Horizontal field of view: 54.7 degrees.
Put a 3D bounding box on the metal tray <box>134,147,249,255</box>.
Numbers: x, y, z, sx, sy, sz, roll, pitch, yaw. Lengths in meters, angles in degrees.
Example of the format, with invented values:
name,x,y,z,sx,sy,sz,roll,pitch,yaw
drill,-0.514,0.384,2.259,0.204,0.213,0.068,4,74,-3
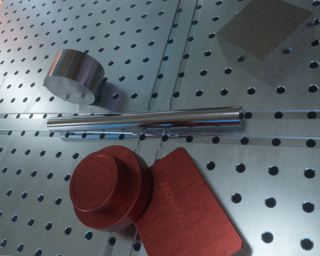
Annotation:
name,x,y,z,sx,sy,sz,roll,pitch,yaw
metal tray,0.021,0.095,0.335,0.090,0.030,0.130,-35,52,4

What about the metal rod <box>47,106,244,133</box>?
name,x,y,z,sx,sy,sz,roll,pitch,yaw
metal rod,-0.038,-0.009,0.432,0.301,0.025,0.025,-2,61,26

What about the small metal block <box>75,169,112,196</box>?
name,x,y,z,sx,sy,sz,roll,pitch,yaw
small metal block,-0.085,0.074,0.406,0.050,0.025,0.050,-19,54,16

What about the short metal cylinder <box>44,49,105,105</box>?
name,x,y,z,sx,sy,sz,roll,pitch,yaw
short metal cylinder,-0.134,-0.079,0.489,0.080,0.080,0.050,1,62,28

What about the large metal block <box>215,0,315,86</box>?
name,x,y,z,sx,sy,sz,roll,pitch,yaw
large metal block,0.133,-0.113,0.392,0.080,0.050,0.080,-43,51,-2

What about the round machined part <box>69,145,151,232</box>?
name,x,y,z,sx,sy,sz,roll,pitch,yaw
round machined part,-0.063,0.065,0.351,0.098,0.042,0.098,-15,58,26
